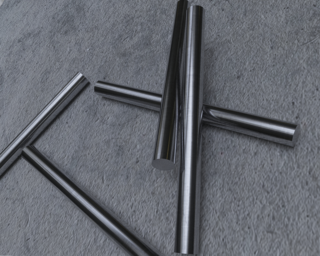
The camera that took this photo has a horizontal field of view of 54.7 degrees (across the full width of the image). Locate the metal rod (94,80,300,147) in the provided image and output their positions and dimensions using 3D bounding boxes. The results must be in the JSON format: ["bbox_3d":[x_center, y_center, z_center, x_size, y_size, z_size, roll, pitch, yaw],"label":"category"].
[{"bbox_3d":[0.024,-0.028,0.408,0.300,0.025,0.025,17,71,34],"label":"metal rod"}]

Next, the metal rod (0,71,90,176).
[{"bbox_3d":[-0.228,0.024,0.508,0.300,0.025,0.025,-48,51,-6],"label":"metal rod"}]

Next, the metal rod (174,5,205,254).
[{"bbox_3d":[0.037,-0.014,0.363,0.025,0.025,0.299,-5,68,25],"label":"metal rod"}]

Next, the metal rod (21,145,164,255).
[{"bbox_3d":[-0.099,0.093,0.398,0.300,0.025,0.025,27,77,37],"label":"metal rod"}]

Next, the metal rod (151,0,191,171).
[{"bbox_3d":[0.021,-0.080,0.416,0.025,0.025,0.300,-10,49,23],"label":"metal rod"}]
